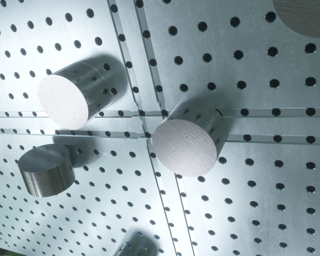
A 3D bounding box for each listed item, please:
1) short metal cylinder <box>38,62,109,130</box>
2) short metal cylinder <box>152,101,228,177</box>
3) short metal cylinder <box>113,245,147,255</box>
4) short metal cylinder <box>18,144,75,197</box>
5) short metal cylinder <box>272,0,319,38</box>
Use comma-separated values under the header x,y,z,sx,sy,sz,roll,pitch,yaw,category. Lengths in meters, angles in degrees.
x,y,z,sx,sy,sz,roll,pitch,yaw,category
-0.118,-0.044,0.428,0.080,0.050,0.079,13,124,20,short metal cylinder
0.038,0.013,0.382,0.080,0.050,0.079,13,124,20,short metal cylinder
-0.061,0.273,0.594,0.080,0.050,0.079,13,124,20,short metal cylinder
-0.186,0.069,0.514,0.080,0.080,0.050,9,122,23,short metal cylinder
0.136,-0.119,0.250,0.080,0.050,0.079,13,124,20,short metal cylinder
